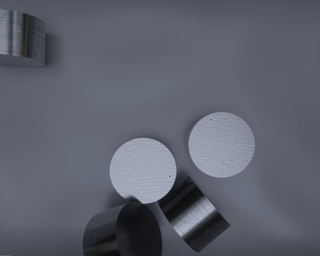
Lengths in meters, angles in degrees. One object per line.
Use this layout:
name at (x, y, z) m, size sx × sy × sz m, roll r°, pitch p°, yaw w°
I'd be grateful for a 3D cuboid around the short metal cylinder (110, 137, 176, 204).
short metal cylinder at (-0.021, 0.052, 0.399) m, size 0.081 × 0.050 × 0.079 m, roll 0°, pitch 90°, yaw -1°

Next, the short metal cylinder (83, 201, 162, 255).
short metal cylinder at (-0.042, 0.132, 0.360) m, size 0.050 × 0.080 × 0.080 m, roll -25°, pitch 90°, yaw 29°

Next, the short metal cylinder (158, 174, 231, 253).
short metal cylinder at (0.042, 0.105, 0.385) m, size 0.050 × 0.080 × 0.080 m, roll -40°, pitch 91°, yaw 0°

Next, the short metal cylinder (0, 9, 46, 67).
short metal cylinder at (-0.184, -0.107, 0.381) m, size 0.081 × 0.080 × 0.050 m, roll 2°, pitch 90°, yaw -1°

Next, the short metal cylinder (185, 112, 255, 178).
short metal cylinder at (0.075, 0.020, 0.400) m, size 0.081 × 0.050 × 0.079 m, roll 0°, pitch 90°, yaw -1°
